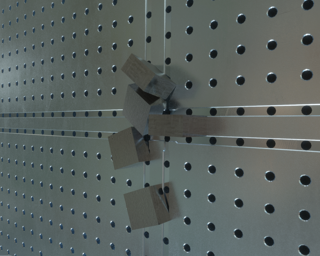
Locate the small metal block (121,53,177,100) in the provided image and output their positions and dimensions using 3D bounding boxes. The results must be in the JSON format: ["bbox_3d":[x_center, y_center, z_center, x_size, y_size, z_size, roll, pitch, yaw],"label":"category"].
[{"bbox_3d":[-0.014,-0.066,0.400,0.050,0.050,0.025,45,107,30],"label":"small metal block"}]

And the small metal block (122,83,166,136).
[{"bbox_3d":[-0.023,-0.027,0.417,0.050,0.025,0.050,45,135,30],"label":"small metal block"}]

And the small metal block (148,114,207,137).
[{"bbox_3d":[0.022,-0.003,0.374,0.050,0.050,0.025,3,92,39],"label":"small metal block"}]

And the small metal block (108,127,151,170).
[{"bbox_3d":[-0.044,0.029,0.444,0.050,0.025,0.050,-22,76,37],"label":"small metal block"}]

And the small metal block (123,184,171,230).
[{"bbox_3d":[-0.018,0.108,0.423,0.050,0.025,0.050,-24,75,37],"label":"small metal block"}]
